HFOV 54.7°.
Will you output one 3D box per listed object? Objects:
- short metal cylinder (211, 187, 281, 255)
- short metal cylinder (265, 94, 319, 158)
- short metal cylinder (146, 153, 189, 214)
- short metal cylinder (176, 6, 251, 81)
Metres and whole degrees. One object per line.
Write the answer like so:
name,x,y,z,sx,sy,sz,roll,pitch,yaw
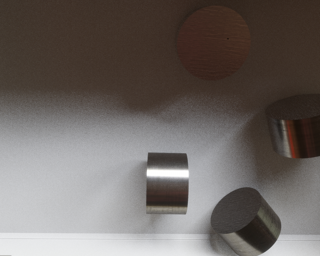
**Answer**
short metal cylinder,0.119,0.130,0.432,0.080,0.080,0.050,-37,106,12
short metal cylinder,0.176,-0.004,0.383,0.080,0.080,0.050,-16,110,5
short metal cylinder,0.009,0.073,0.409,0.050,0.080,0.079,1,110,-1
short metal cylinder,0.059,-0.100,0.362,0.081,0.050,0.079,0,110,-1
